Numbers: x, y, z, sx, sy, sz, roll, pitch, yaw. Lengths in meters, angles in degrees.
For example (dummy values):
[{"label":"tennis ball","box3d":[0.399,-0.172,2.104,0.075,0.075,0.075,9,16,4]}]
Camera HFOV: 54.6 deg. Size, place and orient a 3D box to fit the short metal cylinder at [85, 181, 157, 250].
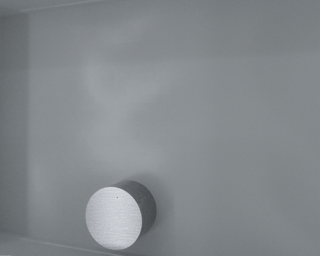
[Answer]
[{"label":"short metal cylinder","box3d":[-0.051,0.114,0.416,0.080,0.050,0.080,0,90,20]}]
